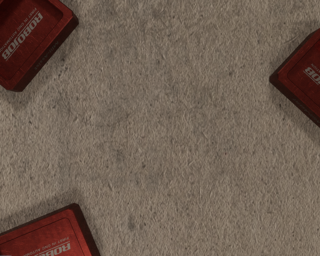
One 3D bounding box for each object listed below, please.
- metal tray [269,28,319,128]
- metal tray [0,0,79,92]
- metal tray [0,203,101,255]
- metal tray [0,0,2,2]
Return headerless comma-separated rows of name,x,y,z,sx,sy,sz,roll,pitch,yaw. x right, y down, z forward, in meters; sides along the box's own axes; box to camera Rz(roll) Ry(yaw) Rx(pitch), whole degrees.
metal tray,0.225,-0.055,0.410,0.130,0.030,0.090,43,90,-1
metal tray,-0.183,-0.123,0.404,0.090,0.030,0.130,39,90,-1
metal tray,-0.154,0.166,0.405,0.131,0.030,0.090,-23,90,-1
metal tray,-0.214,-0.237,0.404,0.090,0.030,0.130,43,90,-1
